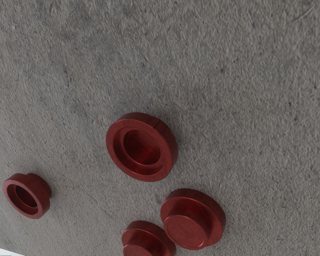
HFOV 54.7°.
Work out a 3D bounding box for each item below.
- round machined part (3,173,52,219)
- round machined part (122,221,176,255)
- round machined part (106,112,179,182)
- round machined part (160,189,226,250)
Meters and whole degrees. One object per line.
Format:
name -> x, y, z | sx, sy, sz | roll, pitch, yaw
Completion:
round machined part -> -0.255, 0.128, 0.610 | 0.098, 0.042, 0.097 | 13, 124, 21
round machined part -> -0.025, 0.213, 0.541 | 0.098, 0.042, 0.097 | 13, 124, 21
round machined part -> -0.020, 0.022, 0.420 | 0.098, 0.042, 0.097 | 13, 124, 21
round machined part -> 0.045, 0.141, 0.460 | 0.098, 0.042, 0.097 | 13, 124, 21
